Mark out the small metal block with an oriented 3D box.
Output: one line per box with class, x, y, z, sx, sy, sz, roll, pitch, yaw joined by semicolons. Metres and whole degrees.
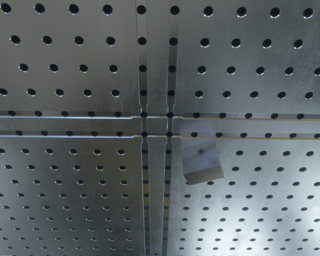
small metal block;0.059;0.049;0.437;0.050;0.050;0.025;-16;128;13
